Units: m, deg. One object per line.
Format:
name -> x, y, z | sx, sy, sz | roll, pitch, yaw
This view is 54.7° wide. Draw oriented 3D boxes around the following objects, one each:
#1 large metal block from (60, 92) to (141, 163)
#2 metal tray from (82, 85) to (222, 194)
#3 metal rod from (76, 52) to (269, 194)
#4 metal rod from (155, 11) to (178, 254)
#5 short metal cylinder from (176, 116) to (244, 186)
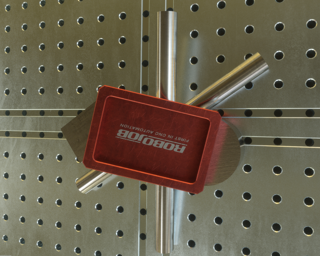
large metal block -> -0.065, -0.001, 0.404 | 0.080, 0.080, 0.050 | -35, 79, 16
metal tray -> -0.008, 0.012, 0.337 | 0.131, 0.030, 0.089 | 13, 95, 0
metal rod -> 0.005, 0.002, 0.410 | 0.300, 0.025, 0.025 | -35, 79, 16
metal rod -> 0.007, 0.013, 0.385 | 0.025, 0.025, 0.298 | 4, 101, 19
short metal cylinder -> 0.059, 0.026, 0.377 | 0.080, 0.050, 0.079 | 0, 90, 19
